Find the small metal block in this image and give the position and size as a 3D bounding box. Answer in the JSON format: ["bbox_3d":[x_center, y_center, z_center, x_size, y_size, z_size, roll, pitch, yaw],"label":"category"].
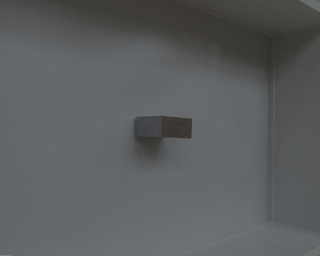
[{"bbox_3d":[0.005,-0.001,0.392,0.050,0.050,0.025,4,87,-40],"label":"small metal block"}]
